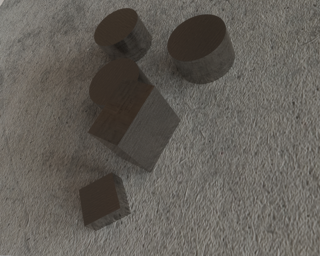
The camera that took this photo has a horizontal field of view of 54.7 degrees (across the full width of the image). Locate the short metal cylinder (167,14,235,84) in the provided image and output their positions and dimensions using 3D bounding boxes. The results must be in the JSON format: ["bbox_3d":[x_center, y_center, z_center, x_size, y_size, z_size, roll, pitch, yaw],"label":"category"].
[{"bbox_3d":[0.057,-0.107,0.424,0.080,0.050,0.080,-13,56,21],"label":"short metal cylinder"}]

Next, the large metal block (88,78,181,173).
[{"bbox_3d":[-0.028,-0.003,0.385,0.050,0.080,0.080,20,72,35],"label":"large metal block"}]

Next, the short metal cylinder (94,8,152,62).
[{"bbox_3d":[-0.060,-0.150,0.512,0.080,0.050,0.080,-13,56,21],"label":"short metal cylinder"}]

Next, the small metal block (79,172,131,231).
[{"bbox_3d":[-0.069,0.091,0.384,0.050,0.025,0.050,-29,52,10],"label":"small metal block"}]

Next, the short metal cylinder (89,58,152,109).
[{"bbox_3d":[-0.054,-0.054,0.449,0.080,0.050,0.080,-13,56,21],"label":"short metal cylinder"}]
